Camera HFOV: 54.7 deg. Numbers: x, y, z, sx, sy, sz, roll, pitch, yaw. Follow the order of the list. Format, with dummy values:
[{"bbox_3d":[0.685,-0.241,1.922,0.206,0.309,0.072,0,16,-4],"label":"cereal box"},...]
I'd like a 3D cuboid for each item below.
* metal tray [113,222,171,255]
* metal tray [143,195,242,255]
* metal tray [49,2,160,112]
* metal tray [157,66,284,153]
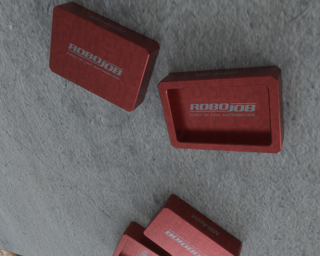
[{"bbox_3d":[-0.037,0.239,0.568,0.090,0.030,0.129,30,128,8],"label":"metal tray"},{"bbox_3d":[0.048,0.172,0.484,0.130,0.030,0.089,35,129,4],"label":"metal tray"},{"bbox_3d":[-0.074,-0.088,0.386,0.130,0.030,0.089,28,128,10],"label":"metal tray"},{"bbox_3d":[0.069,-0.019,0.354,0.130,0.030,0.089,1,119,27],"label":"metal tray"}]
